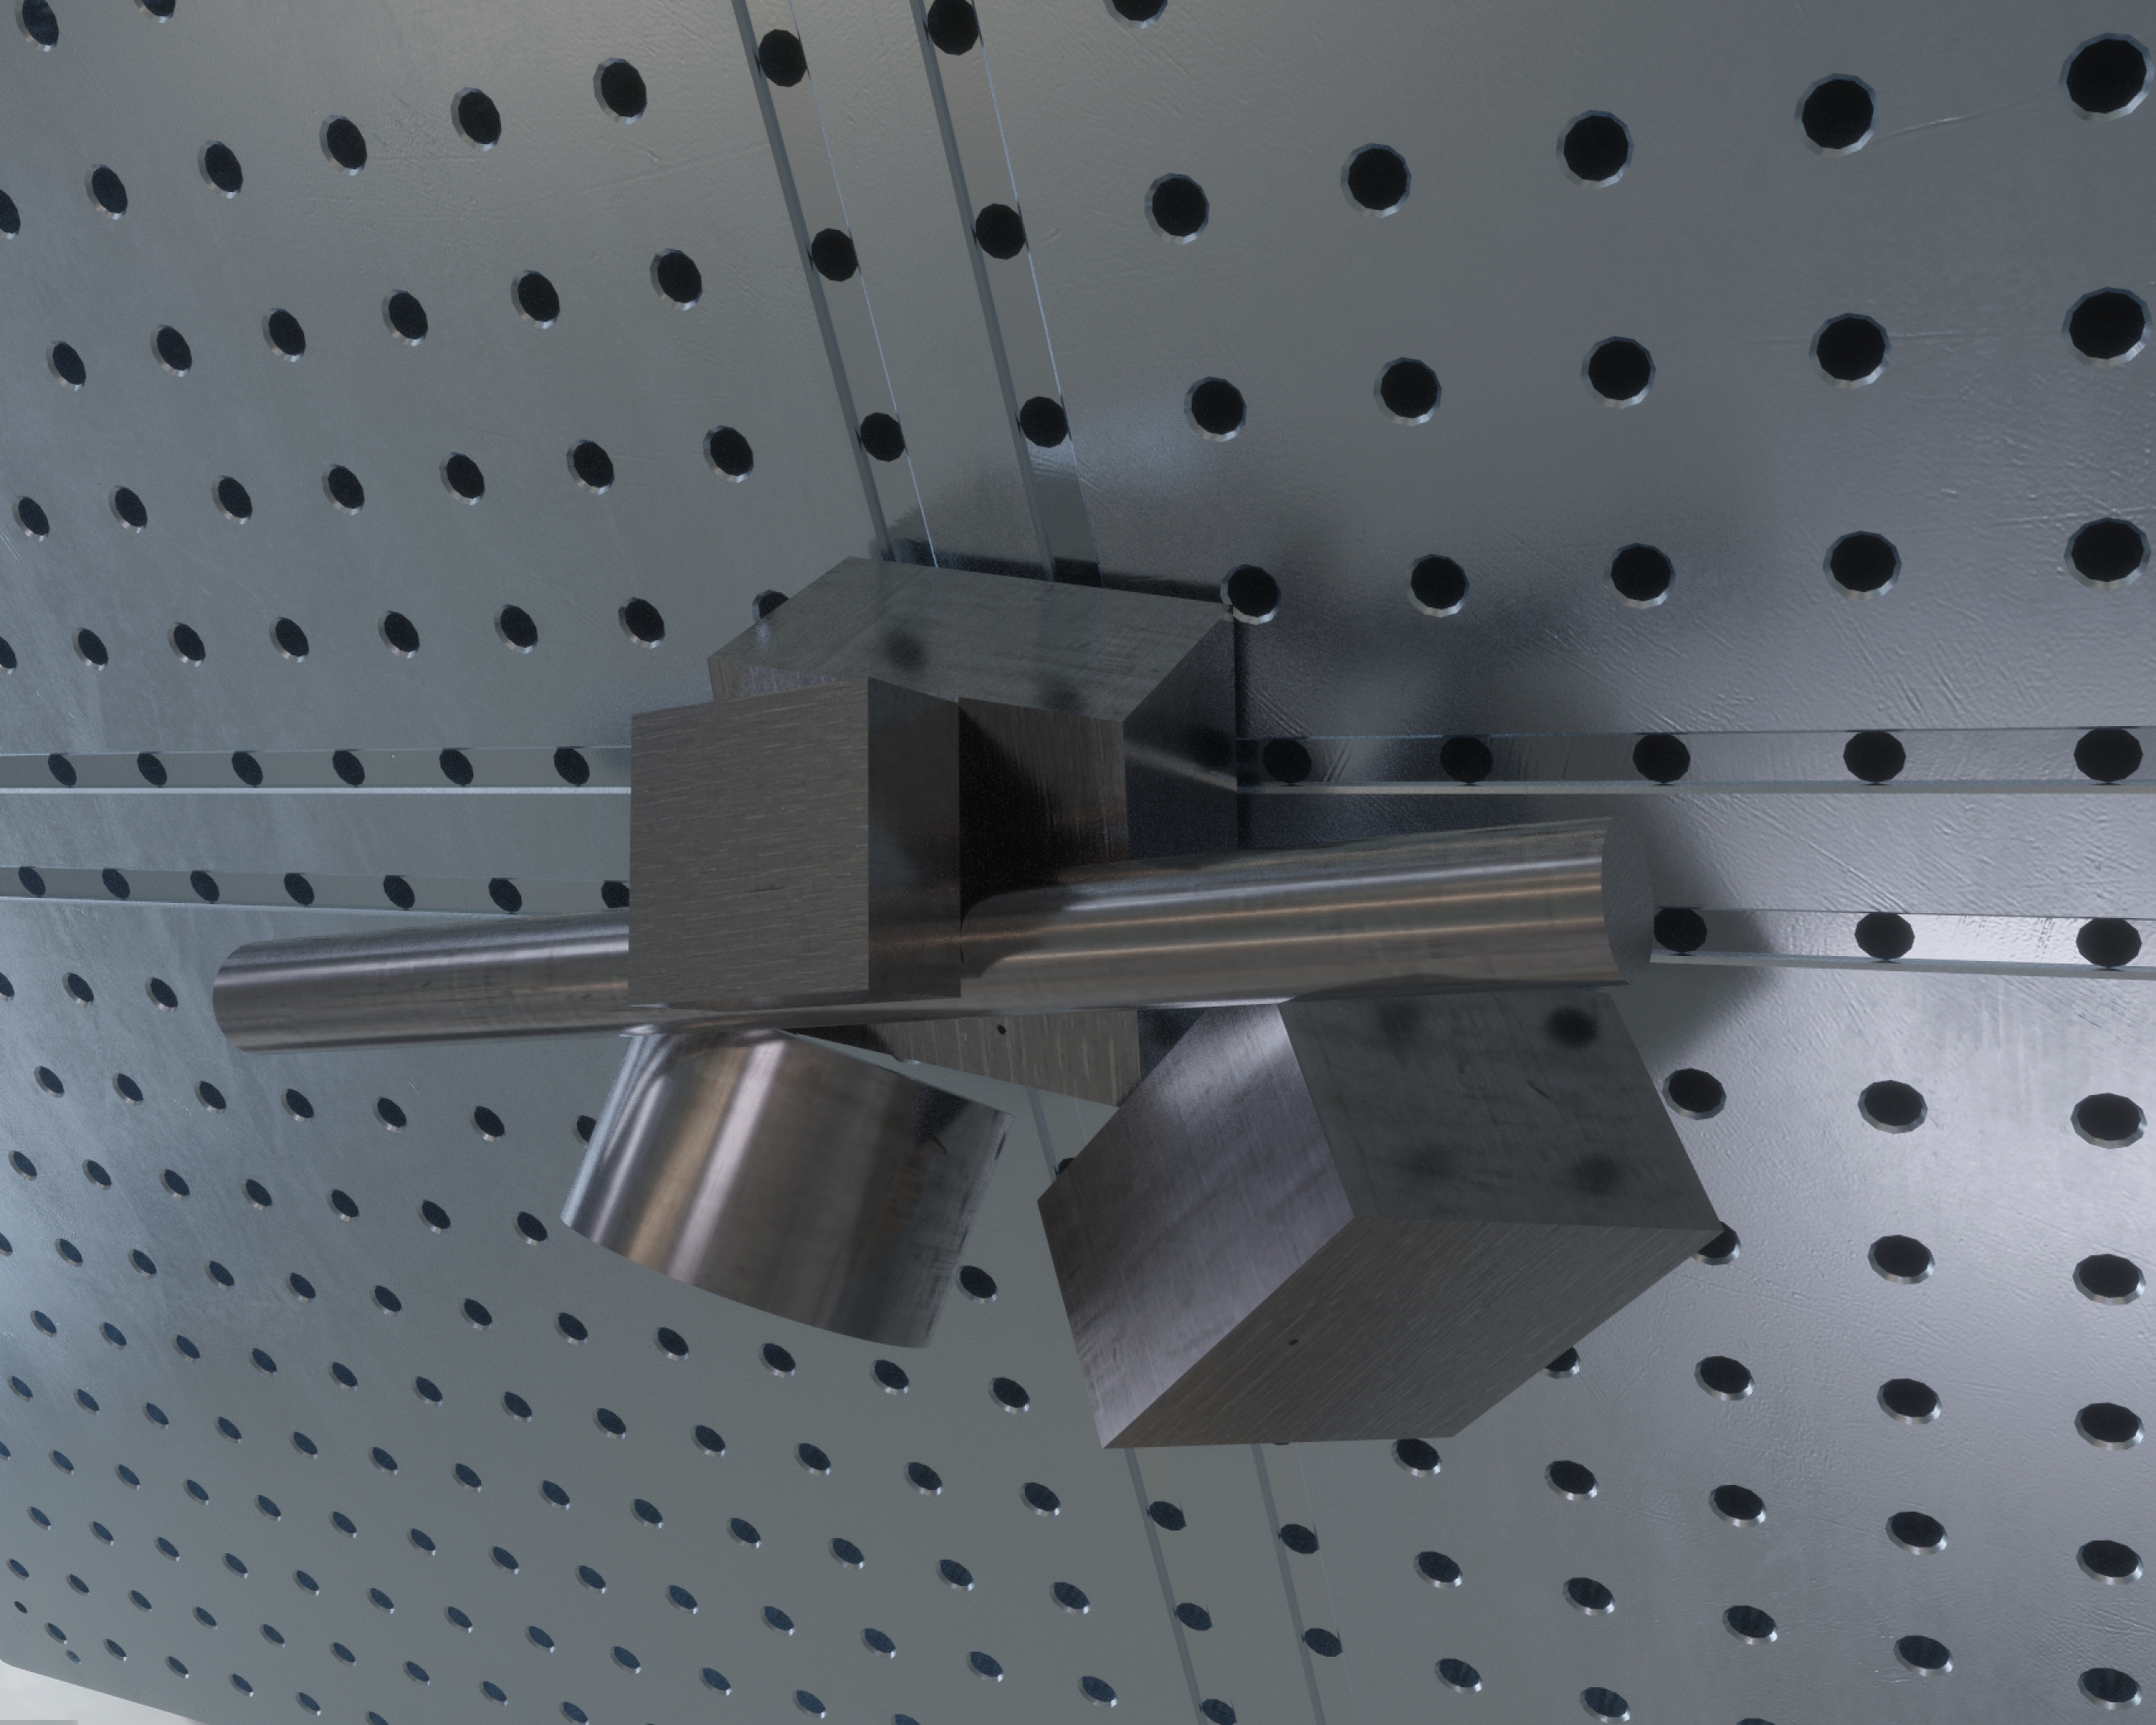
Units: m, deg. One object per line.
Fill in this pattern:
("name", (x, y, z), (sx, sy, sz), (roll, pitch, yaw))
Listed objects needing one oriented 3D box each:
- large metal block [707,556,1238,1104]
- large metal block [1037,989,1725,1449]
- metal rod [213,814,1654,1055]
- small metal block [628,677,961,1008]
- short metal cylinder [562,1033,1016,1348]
("large metal block", (-0.017, -0.007, 0.394), (0.080, 0.050, 0.079), (10, 123, 22))
("large metal block", (0.051, 0.063, 0.375), (0.081, 0.050, 0.080), (8, 137, -31))
("metal rod", (-0.049, 0.017, 0.378), (0.300, 0.025, 0.025), (-5, 116, 31))
("small metal block", (-0.048, -0.001, 0.350), (0.050, 0.025, 0.050), (-6, 81, 31))
("short metal cylinder", (-0.059, 0.062, 0.433), (0.080, 0.080, 0.050), (18, 83, 18))
